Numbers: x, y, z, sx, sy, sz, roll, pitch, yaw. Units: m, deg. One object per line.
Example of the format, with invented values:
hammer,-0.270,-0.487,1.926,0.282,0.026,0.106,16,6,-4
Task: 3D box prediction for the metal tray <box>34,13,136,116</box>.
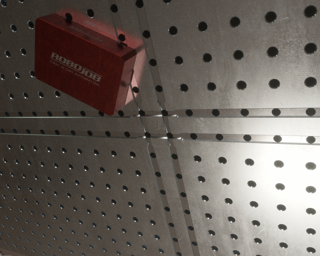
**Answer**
metal tray,-0.103,-0.083,0.409,0.130,0.030,0.089,27,128,11
